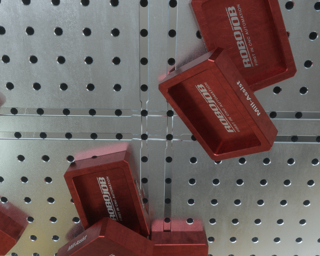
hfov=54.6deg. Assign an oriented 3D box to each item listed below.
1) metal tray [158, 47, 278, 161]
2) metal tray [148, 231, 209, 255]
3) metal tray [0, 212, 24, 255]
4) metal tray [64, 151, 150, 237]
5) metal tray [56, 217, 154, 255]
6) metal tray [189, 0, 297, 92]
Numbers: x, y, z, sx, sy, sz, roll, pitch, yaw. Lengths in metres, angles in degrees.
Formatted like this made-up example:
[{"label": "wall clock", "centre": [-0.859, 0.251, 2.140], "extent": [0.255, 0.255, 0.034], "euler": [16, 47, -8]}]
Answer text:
[{"label": "metal tray", "centre": [0.070, -0.022, 0.377], "extent": [0.090, 0.030, 0.130], "euler": [-20, 114, 47]}, {"label": "metal tray", "centre": [0.028, 0.228, 0.495], "extent": [0.090, 0.030, 0.129], "euler": [-1, 110, 0]}, {"label": "metal tray", "centre": [-0.287, 0.151, 0.464], "extent": [0.130, 0.030, 0.090], "euler": [41, 105, -14]}, {"label": "metal tray", "centre": [-0.073, 0.105, 0.448], "extent": [0.090, 0.030, 0.129], "euler": [-12, 110, 4]}, {"label": "metal tray", "centre": [-0.083, 0.187, 0.453], "extent": [0.090, 0.030, 0.130], "euler": [37, 122, -22]}, {"label": "metal tray", "centre": [0.099, -0.108, 0.371], "extent": [0.090, 0.030, 0.130], "euler": [-22, 109, 7]}]
